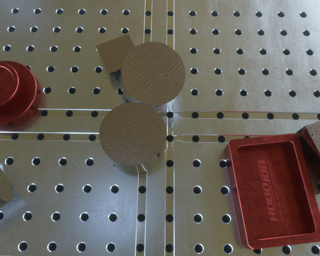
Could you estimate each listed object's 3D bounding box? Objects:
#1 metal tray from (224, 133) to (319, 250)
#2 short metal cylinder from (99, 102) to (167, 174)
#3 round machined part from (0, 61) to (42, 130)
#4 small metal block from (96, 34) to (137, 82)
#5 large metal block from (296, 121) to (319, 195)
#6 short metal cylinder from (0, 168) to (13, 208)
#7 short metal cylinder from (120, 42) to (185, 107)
[{"bbox_3d":[0.137,0.076,0.382,0.091,0.030,0.130,-6,70,-2],"label":"metal tray"},{"bbox_3d":[-0.032,0.014,0.393,0.081,0.050,0.080,0,70,0],"label":"short metal cylinder"},{"bbox_3d":[-0.217,-0.050,0.419,0.099,0.042,0.098,0,70,0],"label":"round machined part"},{"bbox_3d":[-0.058,-0.101,0.448,0.050,0.025,0.050,-23,72,-8],"label":"small metal block"},{"bbox_3d":[0.226,0.029,0.389,0.080,0.050,0.080,-17,71,-6],"label":"large metal block"},{"bbox_3d":[-0.217,0.066,0.357,0.050,0.080,0.080,-34,74,-11],"label":"short metal cylinder"},{"bbox_3d":[-0.012,-0.067,0.409,0.081,0.050,0.080,0,89,-11],"label":"short metal cylinder"}]
